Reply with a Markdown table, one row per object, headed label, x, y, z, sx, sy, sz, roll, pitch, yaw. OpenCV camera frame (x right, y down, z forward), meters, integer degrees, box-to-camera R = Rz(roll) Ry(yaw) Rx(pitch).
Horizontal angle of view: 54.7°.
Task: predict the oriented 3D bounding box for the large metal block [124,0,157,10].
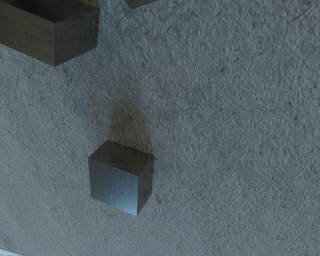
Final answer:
| label | x | y | z | sx | sy | sz | roll | pitch | yaw |
| --- | --- | --- | --- | --- | --- | --- | --- | --- | --- |
| large metal block | 0.001 | -0.159 | 0.272 | 0.050 | 0.080 | 0.080 | 49 | 129 | -6 |

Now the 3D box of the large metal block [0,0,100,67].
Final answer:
| label | x | y | z | sx | sy | sz | roll | pitch | yaw |
| --- | --- | --- | --- | --- | --- | --- | --- | --- | --- |
| large metal block | -0.130 | -0.121 | 0.365 | 0.080 | 0.080 | 0.050 | 24 | 127 | 13 |

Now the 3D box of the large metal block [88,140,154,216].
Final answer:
| label | x | y | z | sx | sy | sz | roll | pitch | yaw |
| --- | --- | --- | --- | --- | --- | --- | --- | --- | --- |
| large metal block | -0.058 | 0.074 | 0.467 | 0.080 | 0.050 | 0.079 | 17 | 125 | 18 |
